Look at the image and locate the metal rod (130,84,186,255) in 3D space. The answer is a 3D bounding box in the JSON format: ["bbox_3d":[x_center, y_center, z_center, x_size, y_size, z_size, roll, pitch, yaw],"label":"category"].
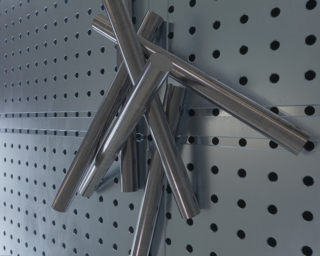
[{"bbox_3d":[-0.010,0.090,0.418,0.025,0.025,0.298,20,103,38],"label":"metal rod"}]

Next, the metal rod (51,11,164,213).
[{"bbox_3d":[-0.075,-0.019,0.429,0.025,0.025,0.299,31,96,36],"label":"metal rod"}]

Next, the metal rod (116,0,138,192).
[{"bbox_3d":[-0.049,-0.059,0.450,0.025,0.025,0.298,-4,88,40],"label":"metal rod"}]

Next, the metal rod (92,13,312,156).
[{"bbox_3d":[0.028,-0.063,0.359,0.300,0.025,0.025,36,113,25],"label":"metal rod"}]

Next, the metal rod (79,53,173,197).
[{"bbox_3d":[-0.060,0.020,0.406,0.025,0.025,0.298,61,141,22],"label":"metal rod"}]

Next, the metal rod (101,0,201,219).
[{"bbox_3d":[-0.013,-0.034,0.369,0.025,0.025,0.299,-17,95,39],"label":"metal rod"}]
